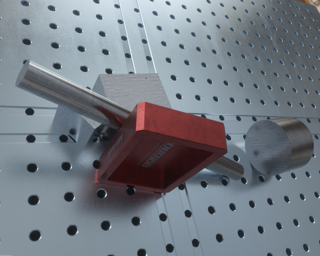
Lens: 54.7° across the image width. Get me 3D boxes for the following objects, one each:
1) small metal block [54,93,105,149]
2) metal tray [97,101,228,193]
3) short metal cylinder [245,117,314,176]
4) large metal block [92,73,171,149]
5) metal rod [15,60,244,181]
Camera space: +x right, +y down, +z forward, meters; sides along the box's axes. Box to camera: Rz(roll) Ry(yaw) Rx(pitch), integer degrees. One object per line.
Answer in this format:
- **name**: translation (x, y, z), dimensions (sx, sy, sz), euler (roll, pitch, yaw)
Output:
- **small metal block**: translation (-0.089, -0.011, 0.352), dimensions (0.050, 0.050, 0.025), euler (45, 51, 2)
- **metal tray**: translation (-0.004, 0.028, 0.323), dimensions (0.091, 0.129, 0.030), euler (14, 56, -21)
- **short metal cylinder**: translation (0.173, 0.025, 0.453), dimensions (0.050, 0.080, 0.080), euler (-8, 66, -32)
- **large metal block**: translation (-0.034, -0.021, 0.388), dimensions (0.081, 0.050, 0.080), euler (-7, 65, -32)
- **metal rod**: translation (-0.004, 0.008, 0.344), dimensions (0.301, 0.025, 0.025), euler (26, 50, -36)
